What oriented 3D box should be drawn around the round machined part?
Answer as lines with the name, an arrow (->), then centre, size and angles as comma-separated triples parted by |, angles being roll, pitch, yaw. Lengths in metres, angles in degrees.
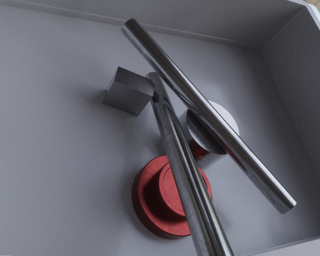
round machined part -> 0.020, 0.076, 0.361 | 0.099, 0.042, 0.098 | 14, 56, -21

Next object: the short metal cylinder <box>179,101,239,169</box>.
short metal cylinder -> 0.058, 0.009, 0.417 | 0.081, 0.050, 0.080 | 14, 56, -21

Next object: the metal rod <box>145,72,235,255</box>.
metal rod -> 0.016, 0.016, 0.327 | 0.025, 0.025, 0.300 | 14, 31, -21

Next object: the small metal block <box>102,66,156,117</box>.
small metal block -> -0.040, -0.045, 0.397 | 0.050, 0.050, 0.025 | 20, 54, -17

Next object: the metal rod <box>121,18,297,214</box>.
metal rod -> 0.055, -0.020, 0.384 | 0.300, 0.025, 0.025 | 50, 51, 7
